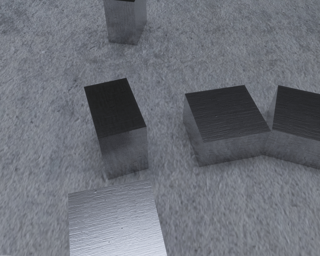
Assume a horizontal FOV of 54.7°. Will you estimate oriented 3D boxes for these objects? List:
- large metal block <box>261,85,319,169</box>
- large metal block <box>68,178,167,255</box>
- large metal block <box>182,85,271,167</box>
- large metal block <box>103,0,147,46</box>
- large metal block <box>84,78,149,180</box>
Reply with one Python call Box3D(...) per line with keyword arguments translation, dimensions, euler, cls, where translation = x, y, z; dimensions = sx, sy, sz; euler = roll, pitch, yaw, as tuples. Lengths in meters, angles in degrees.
Box3D(translation=(0.179, -0.001, 0.390), dimensions=(0.080, 0.050, 0.080), euler=(15, 51, 11), cls="large metal block")
Box3D(translation=(-0.041, 0.103, 0.300), dimensions=(0.081, 0.050, 0.080), euler=(-9, 51, -8), cls="large metal block")
Box3D(translation=(0.079, -0.004, 0.391), dimensions=(0.081, 0.050, 0.080), euler=(-9, 51, -8), cls="large metal block")
Box3D(translation=(-0.057, -0.203, 0.537), dimensions=(0.050, 0.080, 0.080), euler=(9, 51, 7), cls="large metal block")
Box3D(translation=(-0.051, 0.001, 0.366), dimensions=(0.050, 0.080, 0.080), euler=(-15, 52, -12), cls="large metal block")
